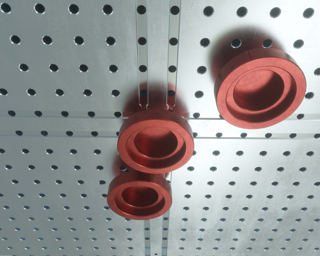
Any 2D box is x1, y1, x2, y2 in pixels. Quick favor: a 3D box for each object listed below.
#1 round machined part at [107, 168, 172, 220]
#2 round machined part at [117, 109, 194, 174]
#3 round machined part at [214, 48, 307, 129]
[{"bbox_3d":[-0.031,0.098,0.483,0.099,0.042,0.097,0,130,0],"label":"round machined part"},{"bbox_3d":[-0.005,0.013,0.411,0.099,0.042,0.097,0,130,0],"label":"round machined part"},{"bbox_3d":[0.112,-0.049,0.360,0.099,0.042,0.097,0,130,0],"label":"round machined part"}]
